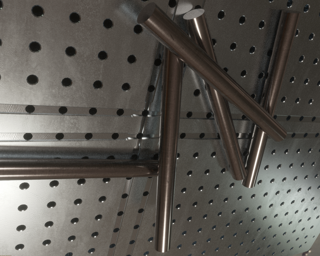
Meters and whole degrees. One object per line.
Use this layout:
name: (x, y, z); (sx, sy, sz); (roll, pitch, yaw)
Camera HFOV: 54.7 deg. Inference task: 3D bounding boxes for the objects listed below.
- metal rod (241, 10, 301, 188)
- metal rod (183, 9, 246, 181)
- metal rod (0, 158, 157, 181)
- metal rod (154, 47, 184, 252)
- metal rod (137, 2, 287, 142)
metal rod: (0.168, -0.027, 0.488); (0.025, 0.025, 0.298); (-11, 123, -23)
metal rod: (0.088, -0.024, 0.446); (0.025, 0.025, 0.299); (-32, 129, -8)
metal rod: (-0.112, 0.050, 0.381); (0.302, 0.025, 0.025); (4, 117, -31)
metal rod: (0.010, 0.040, 0.415); (0.025, 0.025, 0.298); (-8, 113, -25)
metal rod: (0.087, -0.051, 0.395); (0.301, 0.025, 0.025); (31, 101, -38)
